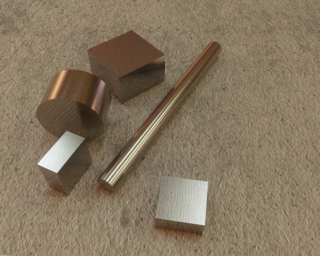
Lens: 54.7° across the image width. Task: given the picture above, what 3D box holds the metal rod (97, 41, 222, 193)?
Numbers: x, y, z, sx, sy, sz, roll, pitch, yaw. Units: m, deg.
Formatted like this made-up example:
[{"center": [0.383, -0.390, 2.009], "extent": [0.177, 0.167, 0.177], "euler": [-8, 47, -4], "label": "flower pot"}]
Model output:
[{"center": [0.015, -0.034, 0.431], "extent": [0.025, 0.025, 0.301], "euler": [24, 54, 19], "label": "metal rod"}]

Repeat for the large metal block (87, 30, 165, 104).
[{"center": [-0.049, -0.093, 0.465], "extent": [0.081, 0.050, 0.080], "euler": [-32, 57, -24], "label": "large metal block"}]

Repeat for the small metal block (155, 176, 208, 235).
[{"center": [0.024, 0.083, 0.334], "extent": [0.050, 0.025, 0.050], "euler": [7, 50, 5], "label": "small metal block"}]

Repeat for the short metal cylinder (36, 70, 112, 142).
[{"center": [-0.105, -0.026, 0.388], "extent": [0.080, 0.080, 0.050], "euler": [4, 50, 3], "label": "short metal cylinder"}]

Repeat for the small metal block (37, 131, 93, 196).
[{"center": [-0.105, 0.040, 0.352], "extent": [0.025, 0.050, 0.050], "euler": [20, 53, 16], "label": "small metal block"}]
